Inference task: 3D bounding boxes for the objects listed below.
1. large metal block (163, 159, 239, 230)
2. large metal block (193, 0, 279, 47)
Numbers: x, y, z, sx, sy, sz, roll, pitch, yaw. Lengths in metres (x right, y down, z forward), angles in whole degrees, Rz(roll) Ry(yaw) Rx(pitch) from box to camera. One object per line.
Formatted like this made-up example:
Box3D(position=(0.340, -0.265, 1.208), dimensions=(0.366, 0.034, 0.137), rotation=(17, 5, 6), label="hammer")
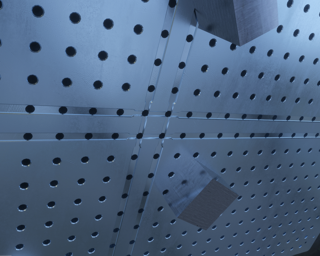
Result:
Box3D(position=(0.066, 0.110, 0.502), dimensions=(0.080, 0.050, 0.080), rotation=(-49, 129, 6), label="large metal block")
Box3D(position=(0.075, -0.144, 0.329), dimensions=(0.050, 0.080, 0.080), rotation=(-30, 129, -10), label="large metal block")
